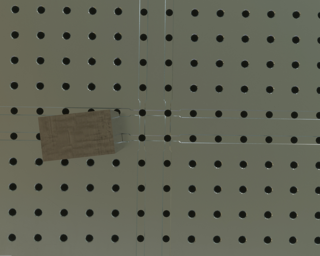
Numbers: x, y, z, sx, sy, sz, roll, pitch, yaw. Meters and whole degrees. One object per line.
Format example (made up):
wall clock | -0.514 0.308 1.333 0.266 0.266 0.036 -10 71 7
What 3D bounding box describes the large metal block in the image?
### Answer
large metal block | -0.093 0.008 0.385 0.081 0.080 0.050 -6 90 0
